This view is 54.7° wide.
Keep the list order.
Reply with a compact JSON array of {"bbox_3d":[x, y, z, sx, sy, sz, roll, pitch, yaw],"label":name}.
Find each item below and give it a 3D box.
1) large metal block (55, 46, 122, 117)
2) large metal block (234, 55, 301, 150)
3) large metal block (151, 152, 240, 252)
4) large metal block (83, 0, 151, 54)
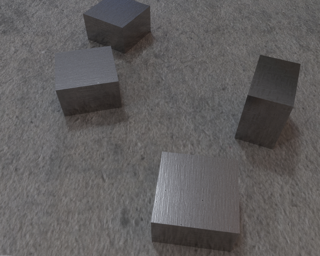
[{"bbox_3d":[-0.103,-0.068,0.443,0.081,0.050,0.080,-10,51,-9],"label":"large metal block"},{"bbox_3d":[0.137,-0.033,0.397,0.050,0.080,0.080,17,52,13],"label":"large metal block"},{"bbox_3d":[0.037,0.076,0.324,0.080,0.050,0.080,6,50,4],"label":"large metal block"},{"bbox_3d":[-0.072,-0.183,0.540,0.080,0.050,0.080,25,54,19],"label":"large metal block"}]
